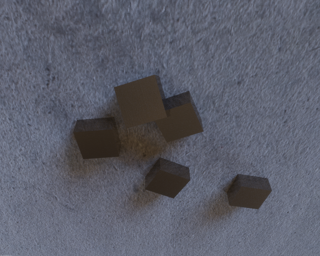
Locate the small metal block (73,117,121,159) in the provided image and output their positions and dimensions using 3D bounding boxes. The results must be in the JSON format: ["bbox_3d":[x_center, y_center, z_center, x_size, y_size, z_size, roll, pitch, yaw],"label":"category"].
[{"bbox_3d":[-0.083,0.014,0.418,0.050,0.025,0.050,-4,130,3],"label":"small metal block"}]

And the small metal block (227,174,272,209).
[{"bbox_3d":[0.142,0.103,0.497,0.050,0.025,0.050,10,130,-9],"label":"small metal block"}]

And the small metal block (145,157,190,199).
[{"bbox_3d":[0.011,0.077,0.473,0.050,0.025,0.050,22,127,-18],"label":"small metal block"}]

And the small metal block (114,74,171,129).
[{"bbox_3d":[-0.020,-0.031,0.365,0.050,0.025,0.050,-16,92,12],"label":"small metal block"}]

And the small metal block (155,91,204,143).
[{"bbox_3d":[0.023,-0.014,0.396,0.050,0.025,0.050,-18,128,14],"label":"small metal block"}]
